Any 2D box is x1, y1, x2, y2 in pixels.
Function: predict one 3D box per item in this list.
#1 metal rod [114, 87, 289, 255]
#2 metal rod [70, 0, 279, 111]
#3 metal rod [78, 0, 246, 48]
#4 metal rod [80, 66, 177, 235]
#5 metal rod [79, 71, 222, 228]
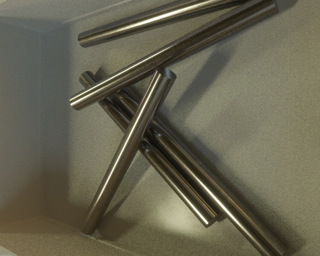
[{"bbox_3d":[0.029,0.034,0.381,0.300,0.025,0.025,46,117,30],"label":"metal rod"},{"bbox_3d":[-0.005,-0.083,0.388,0.300,0.025,0.025,-20,77,31],"label":"metal rod"},{"bbox_3d":[-0.007,-0.145,0.410,0.300,0.025,0.025,-1,90,39],"label":"metal rod"},{"bbox_3d":[-0.055,0.050,0.422,0.025,0.025,0.298,48,126,29],"label":"metal rod"},{"bbox_3d":[-0.029,0.012,0.428,0.300,0.025,0.025,46,117,30],"label":"metal rod"}]
